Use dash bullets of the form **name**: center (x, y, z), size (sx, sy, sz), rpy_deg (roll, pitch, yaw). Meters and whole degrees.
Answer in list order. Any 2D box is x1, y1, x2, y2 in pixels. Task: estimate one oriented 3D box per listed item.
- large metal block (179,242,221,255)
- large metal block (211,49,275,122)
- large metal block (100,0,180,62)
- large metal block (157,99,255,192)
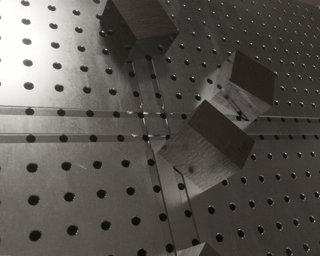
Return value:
- **large metal block**: center (0.045, 0.178, 0.310), size (0.080, 0.050, 0.080), rpy_deg (42, 51, 0)
- **large metal block**: center (0.139, -0.070, 0.512), size (0.080, 0.050, 0.080), rpy_deg (28, 52, -11)
- **large metal block**: center (-0.032, -0.154, 0.470), size (0.081, 0.050, 0.080), rpy_deg (-21, 73, -36)
- **large metal block**: center (0.056, 0.024, 0.390), size (0.080, 0.080, 0.050), rpy_deg (40, 51, -2)
